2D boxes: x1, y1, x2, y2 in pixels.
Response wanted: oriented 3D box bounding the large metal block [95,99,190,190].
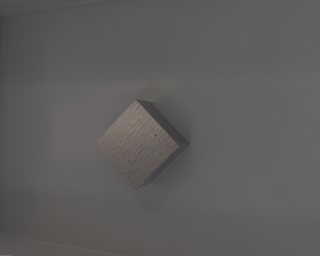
[{"bbox_3d":[-0.022,0.021,0.405,0.080,0.050,0.080,-46,76,14],"label":"large metal block"}]
